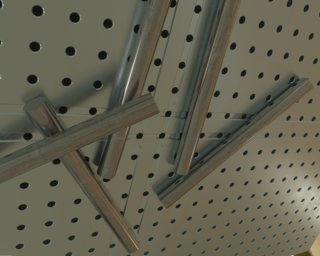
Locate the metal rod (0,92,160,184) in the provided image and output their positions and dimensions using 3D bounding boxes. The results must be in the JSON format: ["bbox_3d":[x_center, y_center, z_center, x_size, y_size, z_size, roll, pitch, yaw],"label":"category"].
[{"bbox_3d":[-0.143,0.034,0.327,0.301,0.025,0.025,-24,128,-4],"label":"metal rod"}]

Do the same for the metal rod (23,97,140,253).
[{"bbox_3d":[-0.088,0.084,0.416,0.025,0.025,0.299,-30,129,-10],"label":"metal rod"}]

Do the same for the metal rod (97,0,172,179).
[{"bbox_3d":[-0.024,-0.070,0.355,0.025,0.025,0.298,6,116,-32],"label":"metal rod"}]

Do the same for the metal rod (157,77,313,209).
[{"bbox_3d":[0.120,0.023,0.493,0.301,0.025,0.025,-39,130,-2],"label":"metal rod"}]

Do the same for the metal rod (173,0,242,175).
[{"bbox_3d":[0.063,-0.066,0.406,0.025,0.025,0.298,-1,119,-28],"label":"metal rod"}]
